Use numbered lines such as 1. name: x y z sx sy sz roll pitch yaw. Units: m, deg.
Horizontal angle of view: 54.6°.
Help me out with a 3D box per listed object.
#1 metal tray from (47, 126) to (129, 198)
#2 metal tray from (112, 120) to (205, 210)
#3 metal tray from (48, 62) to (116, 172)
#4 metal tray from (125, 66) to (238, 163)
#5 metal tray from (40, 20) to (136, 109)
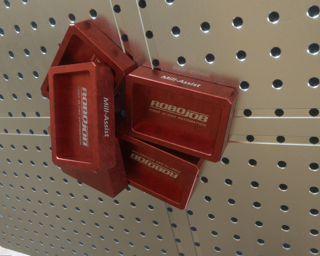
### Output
1. metal tray: -0.111 0.044 0.472 0.130 0.030 0.089 16 127 36
2. metal tray: -0.009 0.053 0.445 0.130 0.030 0.089 23 128 14
3. metal tray: -0.101 -0.015 0.397 0.090 0.030 0.129 2 96 35
4. metal tray: 0.021 -0.017 0.385 0.130 0.030 0.089 17 126 18
5. metal tray: -0.101 -0.066 0.420 0.090 0.030 0.129 43 129 -1
